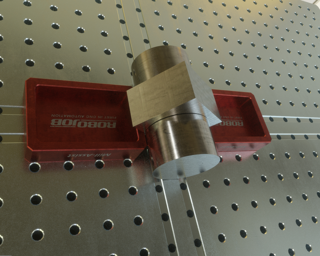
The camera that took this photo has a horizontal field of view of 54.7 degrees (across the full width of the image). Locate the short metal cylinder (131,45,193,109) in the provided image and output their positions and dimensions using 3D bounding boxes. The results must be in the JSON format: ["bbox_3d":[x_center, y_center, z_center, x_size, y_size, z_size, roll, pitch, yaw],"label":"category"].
[{"bbox_3d":[0.005,-0.064,0.414,0.081,0.080,0.050,1,61,-28],"label":"short metal cylinder"}]

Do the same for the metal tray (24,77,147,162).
[{"bbox_3d":[-0.087,-0.009,0.363,0.131,0.030,0.090,1,61,-28],"label":"metal tray"}]

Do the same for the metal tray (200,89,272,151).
[{"bbox_3d":[0.096,-0.012,0.464,0.131,0.030,0.090,1,61,-28],"label":"metal tray"}]

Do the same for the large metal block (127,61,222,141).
[{"bbox_3d":[0.019,-0.026,0.380,0.080,0.080,0.050,30,41,-54],"label":"large metal block"}]

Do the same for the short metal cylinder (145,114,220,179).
[{"bbox_3d":[0.026,0.024,0.371,0.081,0.080,0.050,2,61,-28],"label":"short metal cylinder"}]
